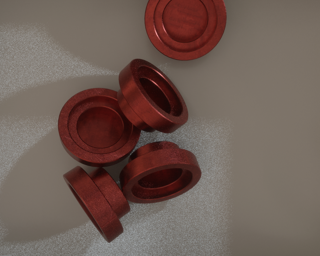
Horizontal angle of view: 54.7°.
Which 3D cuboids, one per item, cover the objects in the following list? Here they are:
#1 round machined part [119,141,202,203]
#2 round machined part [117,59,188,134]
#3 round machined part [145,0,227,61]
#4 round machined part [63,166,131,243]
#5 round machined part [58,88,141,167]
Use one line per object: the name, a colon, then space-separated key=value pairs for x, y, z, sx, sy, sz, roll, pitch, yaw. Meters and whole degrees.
round machined part: x=-0.002 y=0.052 z=0.384 sx=0.099 sy=0.098 sz=0.042 roll=-18 pitch=55 yaw=0
round machined part: x=-0.013 y=-0.034 z=0.380 sx=0.042 sy=0.098 sz=0.098 roll=-38 pitch=90 yaw=26
round machined part: x=0.031 y=-0.138 z=0.391 sx=0.099 sy=0.042 sz=0.097 roll=1 pitch=115 yaw=2
round machined part: x=-0.073 y=0.086 z=0.378 sx=0.042 sy=0.098 sz=0.098 roll=-34 pitch=90 yaw=-22
round machined part: x=-0.075 y=0.002 z=0.390 sx=0.099 sy=0.042 sz=0.098 roll=5 pitch=67 yaw=-12
